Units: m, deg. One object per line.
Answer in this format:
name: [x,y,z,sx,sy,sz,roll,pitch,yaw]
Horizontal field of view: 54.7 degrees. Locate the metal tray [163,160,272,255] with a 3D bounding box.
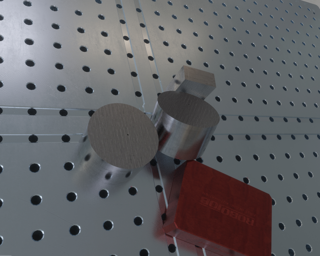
metal tray: [0.076,0.104,0.382,0.131,0.030,0.090,25,53,-13]

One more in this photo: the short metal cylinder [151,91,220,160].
short metal cylinder: [0.028,-0.005,0.391,0.081,0.050,0.080,15,32,-9]

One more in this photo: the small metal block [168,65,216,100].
small metal block: [0.046,-0.061,0.454,0.050,0.050,0.025,11,57,-23]

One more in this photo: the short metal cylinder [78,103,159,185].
short metal cylinder: [-0.048,0.019,0.354,0.081,0.050,0.080,13,56,-21]
